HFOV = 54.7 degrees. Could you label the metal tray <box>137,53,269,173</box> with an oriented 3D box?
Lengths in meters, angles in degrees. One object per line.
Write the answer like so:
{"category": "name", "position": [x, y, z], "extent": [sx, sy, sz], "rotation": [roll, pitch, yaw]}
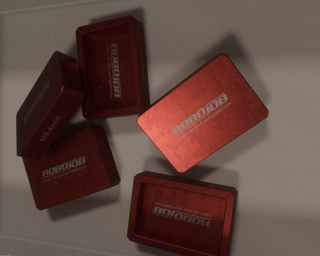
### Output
{"category": "metal tray", "position": [0.049, -0.017, 0.374], "extent": [0.130, 0.030, 0.090], "rotation": [-37, 99, 16]}

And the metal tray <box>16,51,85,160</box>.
{"category": "metal tray", "position": [-0.155, -0.029, 0.426], "extent": [0.129, 0.030, 0.090], "rotation": [-47, 44, 25]}

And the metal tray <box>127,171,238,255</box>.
{"category": "metal tray", "position": [0.027, 0.111, 0.397], "extent": [0.130, 0.030, 0.089], "rotation": [8, 93, 19]}

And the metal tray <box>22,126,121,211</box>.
{"category": "metal tray", "position": [-0.132, 0.059, 0.453], "extent": [0.130, 0.030, 0.090], "rotation": [-21, 83, 18]}

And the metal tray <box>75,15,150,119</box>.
{"category": "metal tray", "position": [-0.066, -0.080, 0.429], "extent": [0.090, 0.030, 0.129], "rotation": [-6, 88, 19]}
